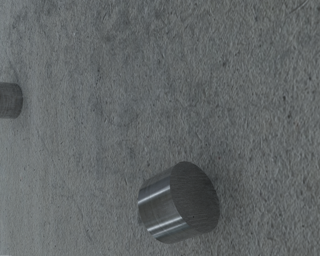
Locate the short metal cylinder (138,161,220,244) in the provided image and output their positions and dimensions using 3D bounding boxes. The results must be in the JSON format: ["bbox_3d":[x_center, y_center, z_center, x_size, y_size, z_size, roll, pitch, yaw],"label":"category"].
[{"bbox_3d":[0.022,0.084,0.351,0.050,0.081,0.080,-33,69,35],"label":"short metal cylinder"}]

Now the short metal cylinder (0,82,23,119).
[{"bbox_3d":[-0.342,-0.060,0.671,0.080,0.050,0.080,0,90,40],"label":"short metal cylinder"}]
